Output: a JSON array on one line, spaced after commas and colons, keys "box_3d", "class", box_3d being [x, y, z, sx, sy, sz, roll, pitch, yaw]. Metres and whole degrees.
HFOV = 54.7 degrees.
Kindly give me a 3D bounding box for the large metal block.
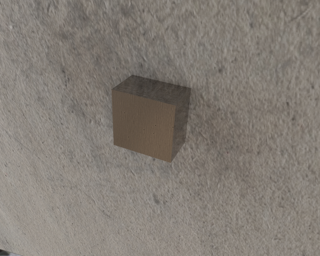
[{"box_3d": [-0.011, -0.013, 0.387, 0.080, 0.050, 0.079, 16, 125, 19], "class": "large metal block"}]
